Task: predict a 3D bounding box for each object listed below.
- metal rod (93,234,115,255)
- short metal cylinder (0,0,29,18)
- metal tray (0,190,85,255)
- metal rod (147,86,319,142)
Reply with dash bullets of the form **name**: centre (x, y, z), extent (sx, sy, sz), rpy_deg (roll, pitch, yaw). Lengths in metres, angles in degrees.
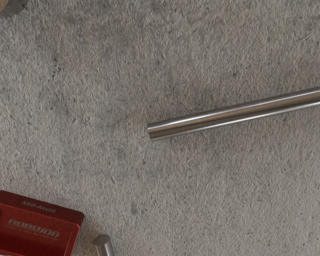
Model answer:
- **metal rod**: centre (-0.064, 0.308, 0.522), extent (0.025, 0.025, 0.298), rpy_deg (-9, 110, 3)
- **short metal cylinder**: centre (-0.190, -0.160, 0.335), extent (0.081, 0.050, 0.079), rpy_deg (0, 110, -1)
- **metal tray**: centre (-0.189, 0.153, 0.460), extent (0.131, 0.030, 0.089), rpy_deg (18, 109, -7)
- **metal rod**: centre (0.133, -0.026, 0.402), extent (0.302, 0.025, 0.025), rpy_deg (-12, 110, 4)
